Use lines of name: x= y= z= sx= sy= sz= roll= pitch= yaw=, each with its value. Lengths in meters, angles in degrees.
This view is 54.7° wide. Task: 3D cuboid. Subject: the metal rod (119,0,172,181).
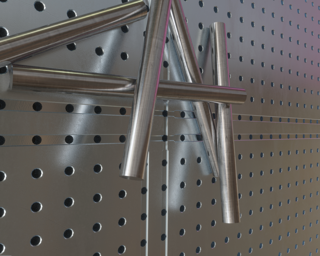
metal rod: x=-0.007 y=-0.091 z=0.354 sx=0.025 sy=0.025 sz=0.299 roll=23 pitch=67 yaw=-38

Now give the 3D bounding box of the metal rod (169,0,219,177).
metal rod: x=0.051 y=-0.065 z=0.453 sx=0.025 sy=0.025 sz=0.298 roll=-30 pitch=109 yaw=-36

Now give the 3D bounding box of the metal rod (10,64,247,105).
metal rod: x=-0.012 y=-0.047 z=0.372 sx=0.303 sy=0.025 sz=0.025 roll=0 pitch=90 yaw=-32

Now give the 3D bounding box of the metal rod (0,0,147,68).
metal rod: x=-0.128 y=-0.082 z=0.302 sx=0.302 sy=0.025 sz=0.025 roll=-33 pitch=111 yaw=-35

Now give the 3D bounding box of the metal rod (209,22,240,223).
metal rod: x=0.096 y=-0.014 z=0.463 sx=0.025 sy=0.025 sz=0.298 roll=6 pitch=77 yaw=-40
